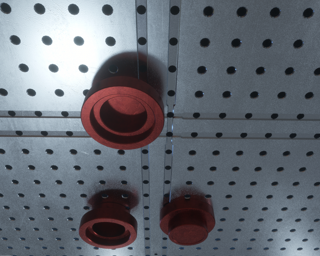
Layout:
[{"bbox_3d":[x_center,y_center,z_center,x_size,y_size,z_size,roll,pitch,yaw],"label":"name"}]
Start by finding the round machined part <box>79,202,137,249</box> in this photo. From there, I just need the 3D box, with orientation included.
[{"bbox_3d":[-0.088,0.167,0.542,0.099,0.042,0.097,0,130,0],"label":"round machined part"}]

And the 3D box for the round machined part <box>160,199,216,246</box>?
[{"bbox_3d":[0.049,0.171,0.546,0.099,0.042,0.097,0,130,0],"label":"round machined part"}]

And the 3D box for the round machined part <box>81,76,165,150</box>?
[{"bbox_3d":[-0.044,-0.022,0.381,0.099,0.042,0.097,0,130,0],"label":"round machined part"}]
